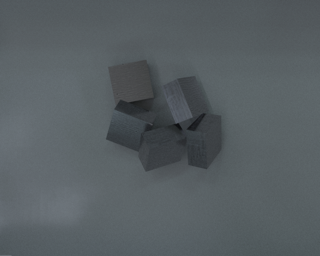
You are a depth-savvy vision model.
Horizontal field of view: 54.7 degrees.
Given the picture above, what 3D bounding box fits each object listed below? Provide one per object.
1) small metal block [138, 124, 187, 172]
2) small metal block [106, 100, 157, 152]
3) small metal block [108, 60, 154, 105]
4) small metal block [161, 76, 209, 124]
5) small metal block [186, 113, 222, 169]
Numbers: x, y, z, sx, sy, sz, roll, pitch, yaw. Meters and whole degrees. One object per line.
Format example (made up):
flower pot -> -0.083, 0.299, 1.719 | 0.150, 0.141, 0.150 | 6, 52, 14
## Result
small metal block -> 0.002, 0.025, 0.390 | 0.050, 0.050, 0.025 | -15, 54, -21
small metal block -> -0.037, -0.002, 0.399 | 0.050, 0.025, 0.050 | 21, 126, -1
small metal block -> -0.037, -0.059, 0.411 | 0.050, 0.025, 0.050 | -11, 90, -1
small metal block -> 0.033, -0.037, 0.397 | 0.025, 0.050, 0.050 | -22, 90, 33
small metal block -> 0.056, 0.015, 0.389 | 0.025, 0.050, 0.050 | 10, 121, 29
